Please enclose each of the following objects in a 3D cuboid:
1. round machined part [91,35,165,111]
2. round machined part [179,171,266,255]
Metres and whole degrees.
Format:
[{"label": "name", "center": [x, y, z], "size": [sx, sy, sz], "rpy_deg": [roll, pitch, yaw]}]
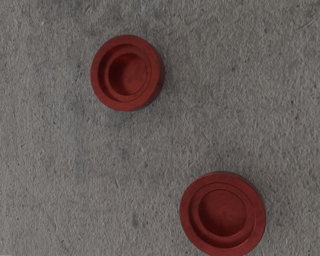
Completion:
[{"label": "round machined part", "center": [-0.039, -0.070, 0.414], "size": [0.098, 0.042, 0.097], "rpy_deg": [0, 90, 20]}, {"label": "round machined part", "center": [0.076, 0.100, 0.373], "size": [0.098, 0.042, 0.097], "rpy_deg": [0, 90, 20]}]
